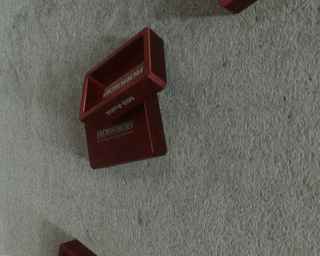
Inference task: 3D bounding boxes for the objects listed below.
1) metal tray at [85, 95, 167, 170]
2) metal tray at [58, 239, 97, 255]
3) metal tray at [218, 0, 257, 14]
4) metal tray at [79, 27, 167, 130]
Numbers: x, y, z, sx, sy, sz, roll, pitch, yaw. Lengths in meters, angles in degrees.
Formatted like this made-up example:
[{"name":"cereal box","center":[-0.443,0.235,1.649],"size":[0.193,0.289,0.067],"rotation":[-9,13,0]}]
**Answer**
[{"name":"metal tray","center":[-0.055,0.006,0.447],"size":[0.130,0.030,0.090],"rotation":[-16,80,38]},{"name":"metal tray","center":[-0.138,0.266,0.515],"size":[0.090,0.030,0.129],"rotation":[18,101,38]},{"name":"metal tray","center":[0.108,-0.192,0.312],"size":[0.130,0.030,0.090],"rotation":[-28,73,36]},{"name":"metal tray","center":[-0.052,-0.064,0.413],"size":[0.130,0.030,0.090],"rotation":[-28,48,30]}]
